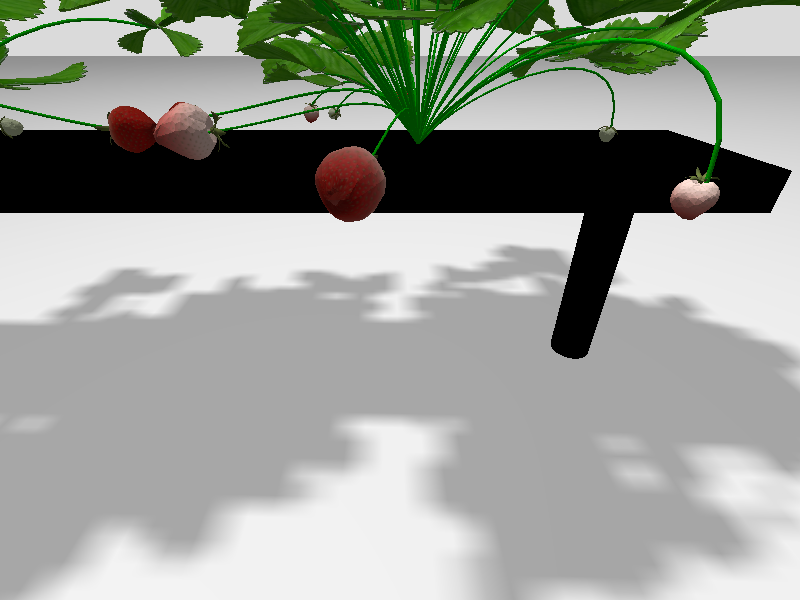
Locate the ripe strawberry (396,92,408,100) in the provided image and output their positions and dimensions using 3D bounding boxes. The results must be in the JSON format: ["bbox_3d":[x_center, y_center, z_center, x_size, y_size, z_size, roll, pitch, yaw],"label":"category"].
[{"bbox_3d":[0.005,-0.244,0.485,0.029,0.025,0.029,-2,25,-3],"label":"ripe strawberry"}]

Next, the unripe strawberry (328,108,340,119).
[{"bbox_3d":[-0.072,-0.203,0.435,0.013,0.011,0.013,-21,27,-29],"label":"unripe strawberry"}]

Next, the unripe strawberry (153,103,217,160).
[{"bbox_3d":[-0.153,-0.119,0.283,0.039,0.038,0.036,-9,34,-13],"label":"unripe strawberry"}]

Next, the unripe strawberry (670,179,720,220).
[{"bbox_3d":[0.140,-0.048,0.192,0.018,0.019,0.019,-23,39,-31],"label":"unripe strawberry"}]

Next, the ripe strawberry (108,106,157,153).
[{"bbox_3d":[-0.201,-0.130,0.306,0.033,0.033,0.031,4,33,4],"label":"ripe strawberry"}]

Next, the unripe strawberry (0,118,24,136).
[{"bbox_3d":[-0.344,-0.154,0.356,0.014,0.015,0.013,-11,34,-17],"label":"unripe strawberry"}]

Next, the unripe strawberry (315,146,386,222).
[{"bbox_3d":[-0.024,-0.051,0.181,0.032,0.034,0.035,7,34,11],"label":"unripe strawberry"}]

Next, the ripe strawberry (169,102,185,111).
[{"bbox_3d":[-0.200,-0.167,0.368,0.028,0.027,0.026,7,33,11],"label":"ripe strawberry"}]

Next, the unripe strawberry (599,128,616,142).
[{"bbox_3d":[0.167,-0.133,0.323,0.012,0.011,0.010,1,33,2],"label":"unripe strawberry"}]

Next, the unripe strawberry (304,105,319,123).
[{"bbox_3d":[-0.094,-0.196,0.422,0.017,0.017,0.015,-28,60,-36],"label":"unripe strawberry"}]
